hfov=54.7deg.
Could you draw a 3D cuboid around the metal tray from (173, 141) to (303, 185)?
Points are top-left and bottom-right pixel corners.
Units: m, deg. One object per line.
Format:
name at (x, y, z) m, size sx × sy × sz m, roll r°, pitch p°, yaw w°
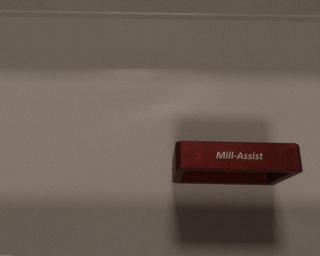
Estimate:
metal tray at (0.081, 0.043, 0.360) m, size 0.131 × 0.090 × 0.030 m, roll 1°, pitch 70°, yaw 0°
